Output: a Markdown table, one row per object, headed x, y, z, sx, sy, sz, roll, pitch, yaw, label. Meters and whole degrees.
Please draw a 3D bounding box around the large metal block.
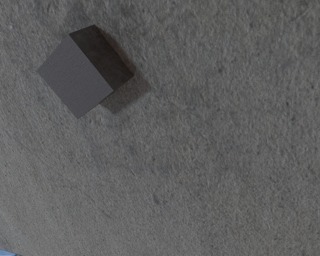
| x | y | z | sx | sy | sz | roll | pitch | yaw | label |
| --- | --- | --- | --- | --- | --- | --- | --- | --- | --- |
| -0.095 | -0.070 | 0.396 | 0.080 | 0.050 | 0.080 | -31 | 102 | 37 | large metal block |
